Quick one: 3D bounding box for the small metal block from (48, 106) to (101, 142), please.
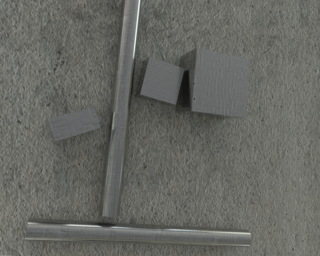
[{"bbox_3d":[-0.101,-0.005,0.359,0.050,0.050,0.025,-18,97,-19],"label":"small metal block"}]

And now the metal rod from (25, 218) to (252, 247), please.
[{"bbox_3d":[-0.012,0.139,0.405,0.302,0.025,0.025,10,87,-20],"label":"metal rod"}]

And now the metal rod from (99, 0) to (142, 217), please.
[{"bbox_3d":[-0.048,-0.041,0.391,0.025,0.025,0.298,7,88,-20],"label":"metal rod"}]

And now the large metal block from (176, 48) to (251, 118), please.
[{"bbox_3d":[0.072,-0.057,0.423,0.081,0.050,0.080,6,88,-20],"label":"large metal block"}]

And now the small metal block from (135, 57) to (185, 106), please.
[{"bbox_3d":[0.000,-0.060,0.410,0.050,0.025,0.050,15,85,-20],"label":"small metal block"}]
